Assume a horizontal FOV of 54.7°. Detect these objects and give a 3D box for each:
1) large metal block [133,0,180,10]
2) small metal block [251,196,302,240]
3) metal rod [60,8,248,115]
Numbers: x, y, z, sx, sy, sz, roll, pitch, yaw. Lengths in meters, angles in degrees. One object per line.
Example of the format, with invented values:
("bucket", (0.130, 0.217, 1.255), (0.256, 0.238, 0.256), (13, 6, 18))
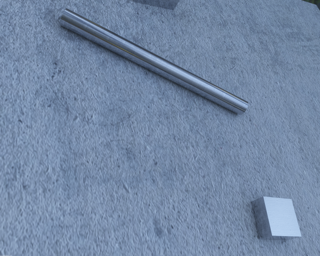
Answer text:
("large metal block", (-0.009, -0.262, 0.545), (0.081, 0.050, 0.080), (-1, 62, -29))
("small metal block", (0.155, 0.122, 0.416), (0.050, 0.025, 0.050), (10, 57, -23))
("metal rod", (0.001, -0.093, 0.462), (0.302, 0.025, 0.025), (24, 53, -14))
